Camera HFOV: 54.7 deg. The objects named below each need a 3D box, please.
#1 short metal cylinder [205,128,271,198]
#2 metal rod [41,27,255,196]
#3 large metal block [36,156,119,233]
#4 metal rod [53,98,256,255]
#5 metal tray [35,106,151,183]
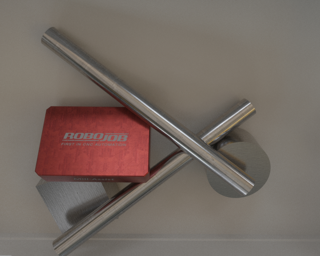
[{"bbox_3d":[0.099,0.045,0.414,0.081,0.050,0.079,0,110,-1],"label":"short metal cylinder"},{"bbox_3d":[-0.014,-0.019,0.371,0.301,0.025,0.025,37,106,0],"label":"metal rod"},{"bbox_3d":[-0.106,0.088,0.424,0.080,0.050,0.080,-18,109,6],"label":"large metal block"},{"bbox_3d":[-0.005,0.061,0.393,0.301,0.025,0.025,-37,107,-3],"label":"metal rod"},{"bbox_3d":[-0.078,0.020,0.384,0.131,0.030,0.090,1,66,0],"label":"metal tray"}]
